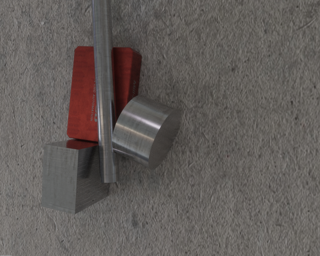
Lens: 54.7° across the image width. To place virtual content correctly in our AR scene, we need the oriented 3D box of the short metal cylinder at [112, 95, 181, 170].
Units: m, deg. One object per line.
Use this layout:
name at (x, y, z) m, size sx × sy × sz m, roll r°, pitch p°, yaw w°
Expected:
short metal cylinder at (-0.015, 0.005, 0.385) m, size 0.050 × 0.080 × 0.080 m, roll 24°, pitch 98°, yaw 18°

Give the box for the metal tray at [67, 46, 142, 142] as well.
metal tray at (-0.079, -0.046, 0.434) m, size 0.090 × 0.030 × 0.129 m, roll 7°, pitch 92°, yaw 19°

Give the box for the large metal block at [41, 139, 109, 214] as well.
large metal block at (-0.109, 0.059, 0.415) m, size 0.050 × 0.080 × 0.079 m, roll 7°, pitch 96°, yaw 20°

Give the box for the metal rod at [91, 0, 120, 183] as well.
metal rod at (-0.072, -0.080, 0.401) m, size 0.025 × 0.025 × 0.298 m, roll -3°, pitch 89°, yaw 20°
